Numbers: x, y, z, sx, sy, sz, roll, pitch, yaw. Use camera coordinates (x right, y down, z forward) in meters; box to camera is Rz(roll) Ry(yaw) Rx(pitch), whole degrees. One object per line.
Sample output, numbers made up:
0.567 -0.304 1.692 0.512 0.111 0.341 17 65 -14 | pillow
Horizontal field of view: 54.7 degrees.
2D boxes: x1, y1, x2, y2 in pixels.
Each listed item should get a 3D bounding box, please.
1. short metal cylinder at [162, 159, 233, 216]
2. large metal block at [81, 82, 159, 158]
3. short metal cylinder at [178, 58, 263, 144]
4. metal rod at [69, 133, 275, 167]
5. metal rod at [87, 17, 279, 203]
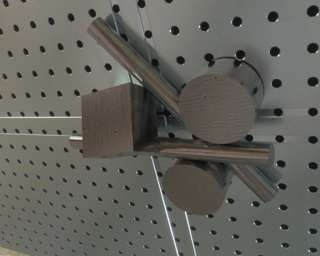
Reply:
0.050 0.067 0.405 0.080 0.050 0.079 13 124 21 | short metal cylinder
-0.051 -0.005 0.391 0.080 0.050 0.080 -10 79 33 | large metal block
0.067 -0.030 0.337 0.080 0.050 0.079 13 124 21 | short metal cylinder
-0.009 0.024 0.404 0.300 0.025 0.025 2 120 34 | metal rod
0.030 -0.020 0.379 0.300 0.025 0.025 44 129 -3 | metal rod
